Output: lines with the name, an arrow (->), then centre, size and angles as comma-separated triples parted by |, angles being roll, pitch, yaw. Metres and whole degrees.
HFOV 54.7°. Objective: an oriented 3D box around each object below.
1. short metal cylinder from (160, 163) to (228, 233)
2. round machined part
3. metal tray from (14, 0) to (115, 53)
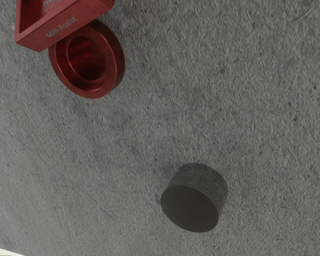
short metal cylinder -> 0.048, 0.095, 0.425 | 0.080, 0.050, 0.079 | 13, 124, 21
round machined part -> -0.086, -0.089, 0.386 | 0.098, 0.042, 0.097 | 13, 124, 21
metal tray -> -0.107, -0.148, 0.335 | 0.130, 0.030, 0.090 | -15, 71, 34
